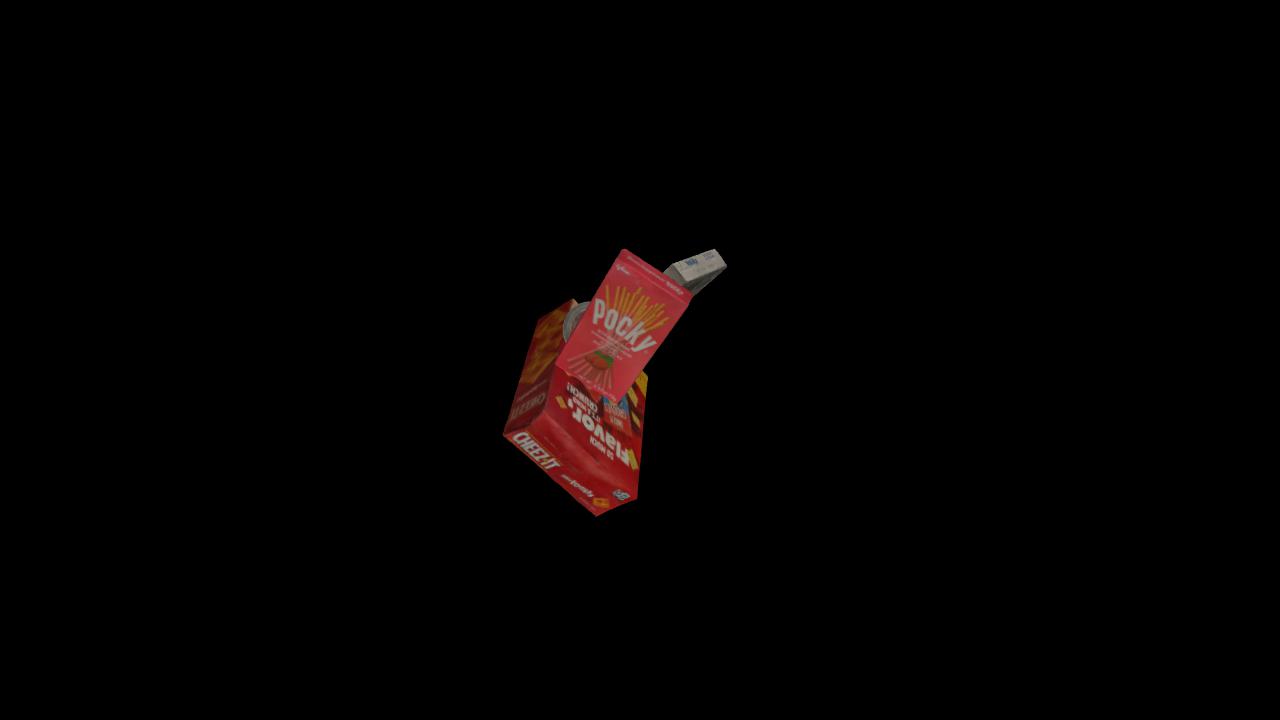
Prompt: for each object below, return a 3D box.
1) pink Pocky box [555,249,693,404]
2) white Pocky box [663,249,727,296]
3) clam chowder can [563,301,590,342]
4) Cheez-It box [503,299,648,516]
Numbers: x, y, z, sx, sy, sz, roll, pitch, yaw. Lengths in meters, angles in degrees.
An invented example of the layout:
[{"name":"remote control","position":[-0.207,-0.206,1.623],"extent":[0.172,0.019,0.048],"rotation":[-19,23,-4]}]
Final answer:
[{"name":"pink Pocky box","position":[-0.020,-0.030,0.632],"extent":[0.084,0.155,0.029],"rotation":[33,35,-4]},{"name":"white Pocky box","position":[0.020,-0.060,0.672],"extent":[0.084,0.028,0.154],"rotation":[-29,-8,-48]},{"name":"clam chowder can","position":[-0.050,-0.039,0.762],"extent":[0.068,0.068,0.102],"rotation":[0,5,8]},{"name":"Cheez-It box","position":[-0.067,0.052,0.754],"extent":[0.071,0.166,0.223],"rotation":[-29,31,24]}]
